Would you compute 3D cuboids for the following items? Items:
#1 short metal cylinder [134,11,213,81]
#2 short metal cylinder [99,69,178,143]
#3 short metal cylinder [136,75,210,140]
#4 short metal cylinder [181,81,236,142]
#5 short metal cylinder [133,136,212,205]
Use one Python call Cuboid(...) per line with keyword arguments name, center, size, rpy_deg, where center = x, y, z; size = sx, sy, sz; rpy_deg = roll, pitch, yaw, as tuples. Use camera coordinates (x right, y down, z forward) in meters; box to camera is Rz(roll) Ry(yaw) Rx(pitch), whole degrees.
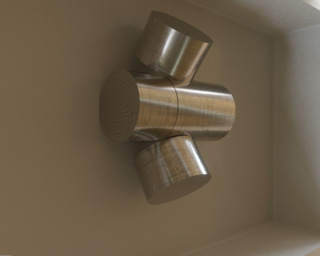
Cuboid(name="short metal cylinder", center=(0.016, -0.099, 0.372), size=(0.081, 0.080, 0.050), rpy_deg=(2, 127, -40))
Cuboid(name="short metal cylinder", center=(-0.026, -0.023, 0.347), size=(0.050, 0.080, 0.080), rpy_deg=(2, 89, -40))
Cuboid(name="short metal cylinder", center=(0.014, -0.022, 0.380), size=(0.050, 0.080, 0.080), rpy_deg=(2, 89, -40))
Cuboid(name="short metal cylinder", center=(0.052, -0.022, 0.412), size=(0.050, 0.080, 0.080), rpy_deg=(2, 89, -40))
Cuboid(name="short metal cylinder", center=(0.014, 0.052, 0.371), size=(0.081, 0.080, 0.050), rpy_deg=(0, 56, -40))
